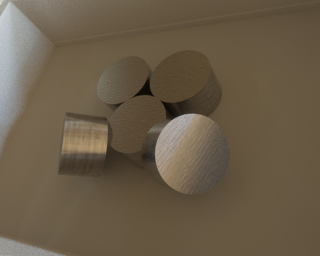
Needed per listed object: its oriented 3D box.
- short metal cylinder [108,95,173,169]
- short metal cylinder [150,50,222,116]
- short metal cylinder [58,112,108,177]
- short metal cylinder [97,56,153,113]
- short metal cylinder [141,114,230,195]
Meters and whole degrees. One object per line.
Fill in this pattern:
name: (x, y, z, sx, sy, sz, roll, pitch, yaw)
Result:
short metal cylinder: (-0.019, 0.006, 0.391, 0.080, 0.050, 0.080, -13, 56, 20)
short metal cylinder: (0.034, -0.053, 0.402, 0.080, 0.050, 0.080, -13, 56, 20)
short metal cylinder: (-0.101, 0.022, 0.399, 0.050, 0.080, 0.080, 7, 54, -19)
short metal cylinder: (-0.041, -0.055, 0.440, 0.080, 0.050, 0.080, -13, 56, 20)
short metal cylinder: (0.026, 0.027, 0.329, 0.080, 0.080, 0.050, -58, 14, -13)
